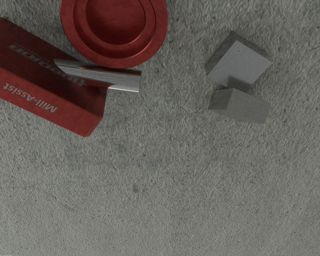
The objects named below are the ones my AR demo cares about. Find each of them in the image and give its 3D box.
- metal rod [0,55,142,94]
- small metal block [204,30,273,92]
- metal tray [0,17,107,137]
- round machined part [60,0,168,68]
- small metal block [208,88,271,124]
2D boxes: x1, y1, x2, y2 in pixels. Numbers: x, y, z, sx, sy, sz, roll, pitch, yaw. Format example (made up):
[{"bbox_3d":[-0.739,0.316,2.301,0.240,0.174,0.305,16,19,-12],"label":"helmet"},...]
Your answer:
[{"bbox_3d":[-0.170,-0.069,0.328,0.302,0.025,0.025,8,130,-1],"label":"metal rod"},{"bbox_3d":[0.087,-0.072,0.347,0.050,0.025,0.050,24,126,-20],"label":"small metal block"},{"bbox_3d":[-0.119,-0.053,0.316,0.131,0.090,0.030,28,119,-22],"label":"metal tray"},{"bbox_3d":[-0.042,-0.111,0.301,0.099,0.042,0.097,-1,130,0],"label":"round machined part"},{"bbox_3d":[0.093,-0.026,0.368,0.050,0.050,0.025,19,89,-16],"label":"small metal block"}]
